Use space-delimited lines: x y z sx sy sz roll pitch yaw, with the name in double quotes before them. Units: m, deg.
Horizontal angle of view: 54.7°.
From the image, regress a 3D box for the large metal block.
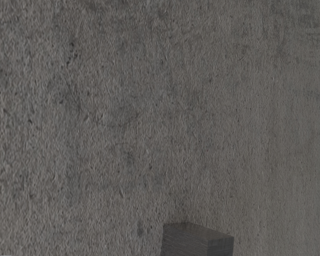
"large metal block" 0.046 0.175 0.407 0.050 0.080 0.080 11 83 -40
